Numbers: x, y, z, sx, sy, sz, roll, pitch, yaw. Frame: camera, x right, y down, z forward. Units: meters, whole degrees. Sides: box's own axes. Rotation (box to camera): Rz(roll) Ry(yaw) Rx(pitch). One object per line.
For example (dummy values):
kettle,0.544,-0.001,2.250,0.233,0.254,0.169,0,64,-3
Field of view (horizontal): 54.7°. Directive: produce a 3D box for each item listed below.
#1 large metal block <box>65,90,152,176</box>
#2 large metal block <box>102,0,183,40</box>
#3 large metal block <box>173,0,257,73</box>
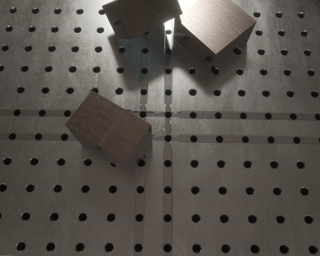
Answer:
large metal block,-0.057,0.010,0.378,0.080,0.080,0.050,30,73,10
large metal block,-0.027,-0.167,0.436,0.080,0.080,0.050,-30,115,-11
large metal block,0.077,-0.142,0.451,0.080,0.050,0.080,-40,75,-14
